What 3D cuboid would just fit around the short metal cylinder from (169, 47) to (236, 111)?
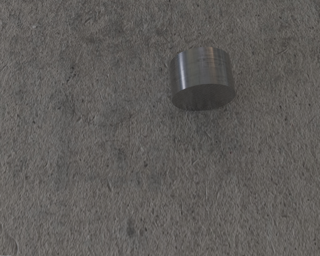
[{"bbox_3d":[0.054,-0.061,0.401,0.080,0.080,0.050,-3,70,-1],"label":"short metal cylinder"}]
